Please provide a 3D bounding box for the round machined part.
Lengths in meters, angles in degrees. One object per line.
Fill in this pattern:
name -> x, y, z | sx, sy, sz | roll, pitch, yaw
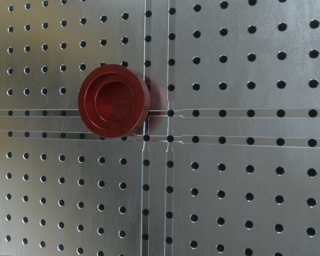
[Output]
round machined part -> -0.059, -0.035, 0.425 | 0.098, 0.042, 0.097 | 0, 90, 20
